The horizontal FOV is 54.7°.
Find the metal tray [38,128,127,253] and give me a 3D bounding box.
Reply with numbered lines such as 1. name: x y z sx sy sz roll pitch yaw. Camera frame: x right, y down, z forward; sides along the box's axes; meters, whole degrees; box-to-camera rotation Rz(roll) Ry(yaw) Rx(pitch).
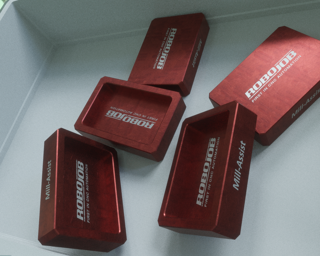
1. metal tray: -0.088 0.071 0.360 0.030 0.090 0.130 -37 46 28

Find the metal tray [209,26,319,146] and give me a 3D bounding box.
1. metal tray: 0.135 -0.053 0.364 0.130 0.030 0.090 -44 51 -2

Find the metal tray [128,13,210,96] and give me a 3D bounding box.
1. metal tray: 0.014 -0.110 0.463 0.090 0.030 0.130 4 64 30

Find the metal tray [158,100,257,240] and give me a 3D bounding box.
1. metal tray: 0.049 0.043 0.323 0.090 0.030 0.130 -20 48 54

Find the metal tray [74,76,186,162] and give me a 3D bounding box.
1. metal tray: -0.041 -0.016 0.422 0.130 0.030 0.090 16 69 25
